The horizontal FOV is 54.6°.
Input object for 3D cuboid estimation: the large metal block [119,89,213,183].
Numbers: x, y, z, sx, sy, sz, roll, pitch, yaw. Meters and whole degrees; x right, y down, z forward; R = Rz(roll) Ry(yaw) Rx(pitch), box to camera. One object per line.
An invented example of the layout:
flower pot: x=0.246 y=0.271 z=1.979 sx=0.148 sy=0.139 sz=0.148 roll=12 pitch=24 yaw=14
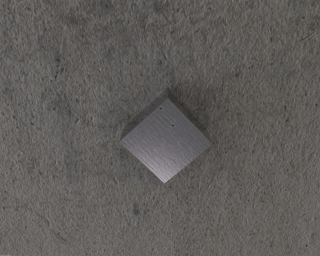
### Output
large metal block: x=0.008 y=0.009 z=0.400 sx=0.080 sy=0.050 sz=0.080 roll=-41 pitch=105 yaw=13
